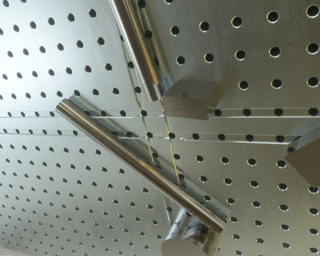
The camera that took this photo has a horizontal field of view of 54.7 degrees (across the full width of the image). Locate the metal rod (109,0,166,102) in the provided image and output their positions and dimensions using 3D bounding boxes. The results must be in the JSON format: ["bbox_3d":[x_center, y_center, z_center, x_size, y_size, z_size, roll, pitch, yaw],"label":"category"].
[{"bbox_3d":[-0.054,-0.168,0.335,0.025,0.025,0.299,-7,115,31],"label":"metal rod"}]

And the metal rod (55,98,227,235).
[{"bbox_3d":[-0.030,0.055,0.461,0.300,0.025,0.025,37,129,3],"label":"metal rod"}]

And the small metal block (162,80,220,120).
[{"bbox_3d":[0.037,-0.034,0.355,0.050,0.050,0.025,7,122,24],"label":"small metal block"}]

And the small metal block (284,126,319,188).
[{"bbox_3d":[0.174,0.031,0.338,0.050,0.025,0.050,45,129,-4],"label":"small metal block"}]

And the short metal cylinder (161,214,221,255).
[{"bbox_3d":[0.049,0.183,0.482,0.080,0.050,0.079,13,124,21],"label":"short metal cylinder"}]
